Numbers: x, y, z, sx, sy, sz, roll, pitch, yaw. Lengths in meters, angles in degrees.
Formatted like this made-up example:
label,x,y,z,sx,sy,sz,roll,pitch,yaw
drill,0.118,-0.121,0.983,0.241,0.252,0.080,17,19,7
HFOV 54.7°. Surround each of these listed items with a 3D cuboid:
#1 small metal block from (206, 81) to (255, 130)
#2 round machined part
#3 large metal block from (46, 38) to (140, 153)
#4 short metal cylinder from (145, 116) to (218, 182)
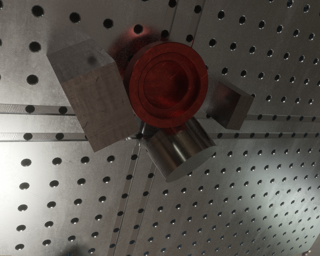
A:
label,x,y,z,sx,sy,sz,roll,pitch,yaw
small metal block,0.096,-0.031,0.430,0.025,0.050,0.050,6,116,-31
round machined part,0.004,-0.052,0.364,0.099,0.042,0.097,-8,111,-22
large metal block,-0.069,-0.036,0.317,0.050,0.080,0.080,-26,128,-13
short metal cylinder,0.028,0.028,0.408,0.080,0.050,0.080,-30,159,-12
